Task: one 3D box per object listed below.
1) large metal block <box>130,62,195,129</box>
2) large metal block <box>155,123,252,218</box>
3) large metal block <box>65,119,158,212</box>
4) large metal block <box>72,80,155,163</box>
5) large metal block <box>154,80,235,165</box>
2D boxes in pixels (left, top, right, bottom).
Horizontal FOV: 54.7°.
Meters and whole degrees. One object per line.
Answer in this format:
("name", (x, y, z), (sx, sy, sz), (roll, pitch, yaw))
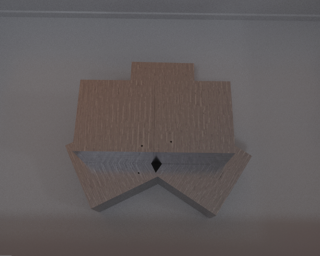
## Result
("large metal block", (0.003, -0.039, 0.409), (0.080, 0.050, 0.080), (2, 70, 0))
("large metal block", (0.050, 0.051, 0.375), (0.080, 0.050, 0.080), (32, 73, 11))
("large metal block", (-0.057, 0.046, 0.377), (0.080, 0.050, 0.080), (-25, 72, -9))
("large metal block", (-0.046, -0.006, 0.343), (0.080, 0.050, 0.080), (1, 70, 0))
("large metal block", (0.035, -0.005, 0.342), (0.080, 0.050, 0.080), (1, 70, 0))
